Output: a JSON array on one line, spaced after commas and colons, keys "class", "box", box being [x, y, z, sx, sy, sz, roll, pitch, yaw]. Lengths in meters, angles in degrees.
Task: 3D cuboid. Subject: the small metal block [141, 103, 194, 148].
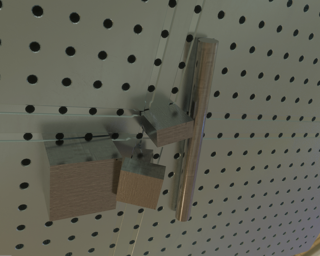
[{"class": "small metal block", "box": [0.009, -0.005, 0.399, 0.050, 0.050, 0.025, -15, 125, -20]}]

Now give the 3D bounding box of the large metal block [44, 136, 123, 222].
[{"class": "large metal block", "box": [-0.097, 0.060, 0.380, 0.081, 0.050, 0.079, -4, 120, -27]}]

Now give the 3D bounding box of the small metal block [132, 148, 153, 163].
[{"class": "small metal block", "box": [-0.025, 0.063, 0.418, 0.025, 0.050, 0.050, 4, 121, 5]}]

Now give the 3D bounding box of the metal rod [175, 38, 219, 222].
[{"class": "metal rod", "box": [0.049, 0.021, 0.453, 0.025, 0.025, 0.298, -10, 123, -24]}]

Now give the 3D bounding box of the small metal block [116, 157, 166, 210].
[{"class": "small metal block", "box": [-0.024, 0.068, 0.377, 0.050, 0.025, 0.050, 13, 122, 0]}]
